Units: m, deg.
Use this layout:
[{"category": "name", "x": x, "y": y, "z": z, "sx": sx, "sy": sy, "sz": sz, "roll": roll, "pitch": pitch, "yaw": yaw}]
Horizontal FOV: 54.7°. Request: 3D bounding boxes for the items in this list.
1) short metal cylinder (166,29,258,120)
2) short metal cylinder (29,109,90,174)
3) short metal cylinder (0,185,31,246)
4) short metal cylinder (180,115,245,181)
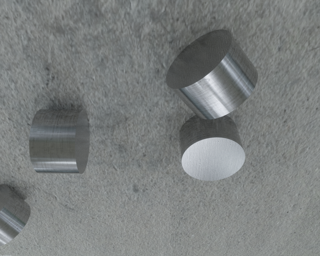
[{"category": "short metal cylinder", "x": 0.053, "y": -0.056, "z": 0.325, "sx": 0.080, "sy": 0.080, "sz": 0.050, "roll": -32, "pitch": 123, "yaw": 24}, {"category": "short metal cylinder", "x": -0.121, "y": 0.016, "z": 0.383, "sx": 0.050, "sy": 0.080, "sz": 0.079, "roll": 1, "pitch": 130, "yaw": -1}, {"category": "short metal cylinder", "x": -0.253, "y": 0.136, "z": 0.483, "sx": 0.080, "sy": 0.080, "sz": 0.050, "roll": -18, "pitch": 128, "yaw": 14}, {"category": "short metal cylinder", "x": 0.068, "y": 0.025, "z": 0.414, "sx": 0.081, "sy": 0.050, "sz": 0.079, "roll": 0, "pitch": 130, "yaw": 0}]
